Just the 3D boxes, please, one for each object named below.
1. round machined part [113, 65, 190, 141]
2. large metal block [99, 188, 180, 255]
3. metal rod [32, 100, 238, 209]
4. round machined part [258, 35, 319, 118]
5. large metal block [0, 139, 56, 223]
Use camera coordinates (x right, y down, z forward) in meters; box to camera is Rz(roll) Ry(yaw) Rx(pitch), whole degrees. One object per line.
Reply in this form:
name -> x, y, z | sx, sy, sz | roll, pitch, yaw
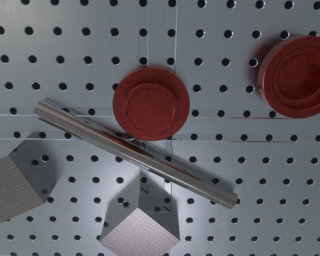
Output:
round machined part -> -0.011, -0.028, 0.394 | 0.099, 0.042, 0.097 | 0, 110, 0
large metal block -> -0.028, 0.150, 0.455 | 0.080, 0.050, 0.080 | 42, 105, -14
metal rod -> -0.026, 0.041, 0.428 | 0.301, 0.025, 0.025 | 27, 108, -10
round machined part -> 0.170, -0.064, 0.382 | 0.099, 0.042, 0.097 | 0, 110, 0
large metal block -> -0.207, 0.074, 0.426 | 0.080, 0.050, 0.080 | -25, 108, 8
